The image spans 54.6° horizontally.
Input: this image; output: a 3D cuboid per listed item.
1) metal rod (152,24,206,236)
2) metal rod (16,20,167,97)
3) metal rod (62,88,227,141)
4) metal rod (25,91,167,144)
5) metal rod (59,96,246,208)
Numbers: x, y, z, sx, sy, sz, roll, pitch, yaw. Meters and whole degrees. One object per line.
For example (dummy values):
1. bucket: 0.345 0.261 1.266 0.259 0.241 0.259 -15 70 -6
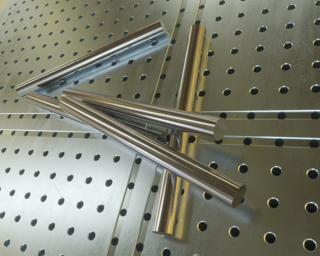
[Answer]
1. metal rod: 0.030 -0.017 0.403 0.025 0.025 0.300 -3 60 27
2. metal rod: -0.130 -0.118 0.550 0.300 0.025 0.025 -19 54 17
3. metal rod: -0.046 -0.027 0.428 0.300 0.025 0.025 15 69 41
4. metal rod: -0.117 -0.018 0.481 0.300 0.025 0.025 18 71 35
5. metal rod: -0.034 0.014 0.384 0.300 0.025 0.025 25 75 36
